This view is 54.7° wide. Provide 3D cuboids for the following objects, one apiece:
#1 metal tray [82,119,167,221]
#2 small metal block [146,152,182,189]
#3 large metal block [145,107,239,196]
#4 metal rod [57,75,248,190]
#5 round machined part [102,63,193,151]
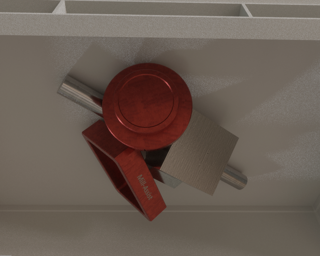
[{"bbox_3d":[-0.046,0.058,0.415,0.030,0.090,0.129,-39,132,-21],"label":"metal tray"},{"bbox_3d":[0.008,0.049,0.432,0.050,0.050,0.025,31,123,-24],"label":"small metal block"},{"bbox_3d":[0.039,0.028,0.389,0.080,0.050,0.080,30,81,-23],"label":"large metal block"},{"bbox_3d":[0.006,0.016,0.421,0.301,0.025,0.025,29,124,-23],"label":"metal rod"},{"bbox_3d":[-0.014,-0.025,0.335,0.099,0.097,0.042,-1,171,0],"label":"round machined part"}]
